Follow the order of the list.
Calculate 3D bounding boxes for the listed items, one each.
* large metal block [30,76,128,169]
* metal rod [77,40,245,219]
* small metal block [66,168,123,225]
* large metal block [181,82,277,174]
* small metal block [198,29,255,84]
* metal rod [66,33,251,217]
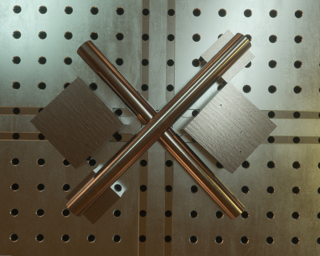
[{"bbox_3d":[-0.101,-0.006,0.400,0.080,0.050,0.080,-43,90,0],"label":"large metal block"},{"bbox_3d":[0.001,0.002,0.412,0.025,0.025,0.300,-43,90,0],"label":"metal rod"},{"bbox_3d":[-0.086,0.090,0.413,0.050,0.025,0.050,45,90,0],"label":"small metal block"},{"bbox_3d":[0.086,0.000,0.401,0.080,0.050,0.080,43,90,0],"label":"large metal block"},{"bbox_3d":[0.088,-0.093,0.414,0.050,0.025,0.050,-44,90,0],"label":"small metal block"},{"bbox_3d":[-0.001,-0.004,0.388,0.300,0.025,0.025,-45,90,0],"label":"metal rod"}]
